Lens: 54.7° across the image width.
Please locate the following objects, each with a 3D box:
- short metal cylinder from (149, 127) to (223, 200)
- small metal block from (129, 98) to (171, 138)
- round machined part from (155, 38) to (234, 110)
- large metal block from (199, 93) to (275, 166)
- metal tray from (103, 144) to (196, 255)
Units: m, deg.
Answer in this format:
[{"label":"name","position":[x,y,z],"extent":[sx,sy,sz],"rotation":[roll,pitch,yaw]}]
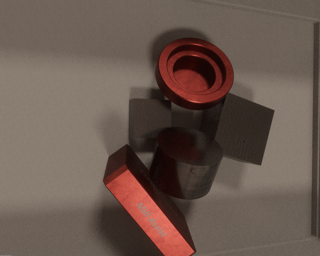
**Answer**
[{"label":"short metal cylinder","position":[0.031,0.041,0.379],"extent":[0.081,0.080,0.050],"rotation":[1,122,-20]},{"label":"small metal block","position":[-0.013,-0.012,0.407],"extent":[0.050,0.025,0.050],"rotation":[1,90,-20]},{"label":"round machined part","position":[0.042,-0.066,0.405],"extent":[0.099,0.042,0.098],"rotation":[5,65,-10]},{"label":"large metal block","position":[0.104,0.002,0.437],"extent":[0.081,0.050,0.080],"rotation":[18,84,-20]},{"label":"metal tray","position":[-0.013,0.087,0.369],"extent":[0.030,0.090,0.130],"rotation":[-36,103,3]}]
